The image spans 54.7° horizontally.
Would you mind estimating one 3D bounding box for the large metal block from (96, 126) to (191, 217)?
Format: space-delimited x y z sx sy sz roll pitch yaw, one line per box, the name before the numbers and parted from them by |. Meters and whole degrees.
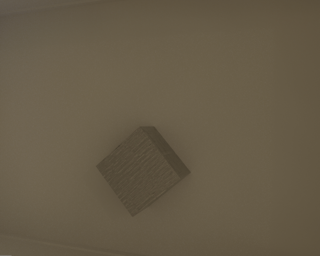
large metal block | -0.021 0.054 0.404 0.080 0.050 0.080 -42 77 15
